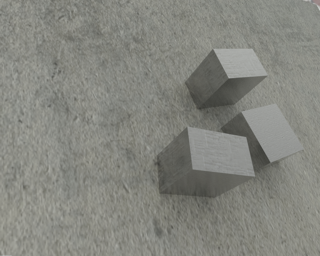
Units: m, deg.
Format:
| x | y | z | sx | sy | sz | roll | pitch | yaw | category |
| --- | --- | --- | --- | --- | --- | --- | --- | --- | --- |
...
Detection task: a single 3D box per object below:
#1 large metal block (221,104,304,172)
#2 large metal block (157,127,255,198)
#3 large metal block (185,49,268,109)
| x | y | z | sx | sy | sz | roll | pitch | yaw | category |
| --- | --- | --- | --- | --- | --- | --- | --- | --- | --- |
| 0.152 | 0.016 | 0.463 | 0.081 | 0.050 | 0.080 | -13 | 69 | -34 | large metal block |
| 0.051 | 0.045 | 0.370 | 0.081 | 0.080 | 0.050 | 10 | 58 | -24 | large metal block |
| 0.098 | -0.074 | 0.469 | 0.081 | 0.080 | 0.050 | -9 | 67 | -33 | large metal block |
